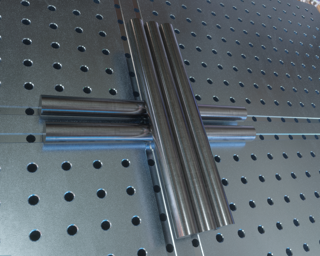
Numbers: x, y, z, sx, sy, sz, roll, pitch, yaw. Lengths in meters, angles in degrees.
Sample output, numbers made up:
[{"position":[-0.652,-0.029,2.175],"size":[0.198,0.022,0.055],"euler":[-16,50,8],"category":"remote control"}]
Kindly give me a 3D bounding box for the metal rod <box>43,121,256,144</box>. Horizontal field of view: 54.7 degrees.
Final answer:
[{"position":[0.007,0.007,0.409],"size":[0.303,0.025,0.025],"euler":[1,62,-28],"category":"metal rod"}]

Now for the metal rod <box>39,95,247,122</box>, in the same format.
[{"position":[-0.003,-0.024,0.423],"size":[0.303,0.025,0.025],"euler":[1,62,-28],"category":"metal rod"}]

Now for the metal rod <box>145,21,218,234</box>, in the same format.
[{"position":[0.018,-0.019,0.399],"size":[0.025,0.025,0.299],"euler":[1,61,-28],"category":"metal rod"}]

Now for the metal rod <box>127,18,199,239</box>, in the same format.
[{"position":[-0.004,-0.019,0.387],"size":[0.025,0.025,0.299],"euler":[1,61,-28],"category":"metal rod"}]

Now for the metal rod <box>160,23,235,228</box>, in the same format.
[{"position":[0.040,-0.020,0.412],"size":[0.025,0.025,0.299],"euler":[1,61,-28],"category":"metal rod"}]
